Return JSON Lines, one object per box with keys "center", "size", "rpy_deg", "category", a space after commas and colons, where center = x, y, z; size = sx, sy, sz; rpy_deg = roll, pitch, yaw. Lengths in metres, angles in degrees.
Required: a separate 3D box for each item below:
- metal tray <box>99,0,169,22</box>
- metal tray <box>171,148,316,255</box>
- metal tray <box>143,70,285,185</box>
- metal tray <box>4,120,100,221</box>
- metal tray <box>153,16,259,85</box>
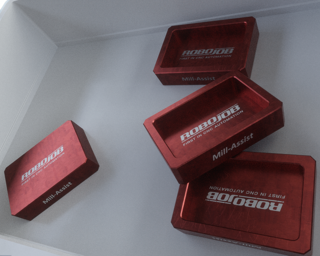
{"center": [-0.043, -0.254, 0.583], "size": [0.130, 0.030, 0.090], "rpy_deg": [-2, 60, 27], "category": "metal tray"}
{"center": [0.084, 0.070, 0.314], "size": [0.130, 0.030, 0.090], "rpy_deg": [2, 63, 29], "category": "metal tray"}
{"center": [0.056, -0.006, 0.345], "size": [0.131, 0.030, 0.090], "rpy_deg": [-30, 41, -4], "category": "metal tray"}
{"center": [-0.160, 0.060, 0.450], "size": [0.130, 0.030, 0.090], "rpy_deg": [-37, 51, 3], "category": "metal tray"}
{"center": [0.064, -0.106, 0.433], "size": [0.130, 0.030, 0.090], "rpy_deg": [4, 63, 30], "category": "metal tray"}
